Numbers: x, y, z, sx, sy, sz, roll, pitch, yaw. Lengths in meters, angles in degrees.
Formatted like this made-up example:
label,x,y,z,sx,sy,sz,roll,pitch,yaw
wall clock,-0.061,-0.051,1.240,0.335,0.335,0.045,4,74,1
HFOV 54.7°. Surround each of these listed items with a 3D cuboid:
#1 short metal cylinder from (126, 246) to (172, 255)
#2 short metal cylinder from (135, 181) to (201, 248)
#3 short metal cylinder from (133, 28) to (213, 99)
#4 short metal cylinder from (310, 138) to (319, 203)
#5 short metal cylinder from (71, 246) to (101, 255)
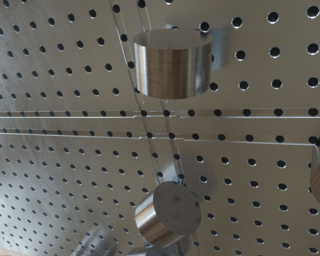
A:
label,x,y,z,sx,sy,sz,roll,pitch,yaw
short metal cylinder,-0.019,0.248,0.539,0.050,0.080,0.080,-25,105,37
short metal cylinder,0.012,0.124,0.446,0.080,0.080,0.050,42,129,-1
short metal cylinder,0.013,-0.070,0.325,0.080,0.080,0.050,12,124,21
short metal cylinder,0.200,0.045,0.318,0.080,0.050,0.079,13,124,21
short metal cylinder,-0.164,0.303,0.669,0.080,0.050,0.079,13,124,21
